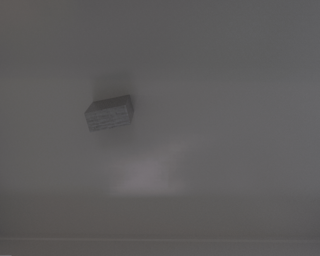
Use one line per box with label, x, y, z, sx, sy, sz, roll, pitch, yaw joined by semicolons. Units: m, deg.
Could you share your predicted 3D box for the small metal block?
small metal block;-0.062;-0.019;0.390;0.050;0.050;0.025;-11;110;4
